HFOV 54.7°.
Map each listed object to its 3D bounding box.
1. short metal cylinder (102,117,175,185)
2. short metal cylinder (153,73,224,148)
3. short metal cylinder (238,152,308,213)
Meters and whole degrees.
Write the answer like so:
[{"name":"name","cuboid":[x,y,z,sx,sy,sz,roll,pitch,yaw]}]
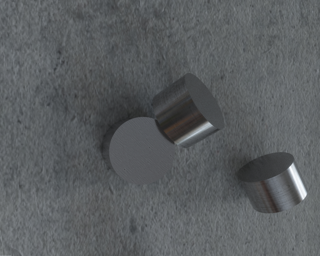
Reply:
[{"name":"short metal cylinder","cuboid":[-0.028,0.027,0.386,0.081,0.050,0.079,0,90,-21]},{"name":"short metal cylinder","cuboid":[0.036,-0.021,0.388,0.050,0.080,0.080,-33,105,27]},{"name":"short metal cylinder","cuboid":[0.159,0.076,0.441,0.080,0.080,0.050,-30,100,-18]}]
